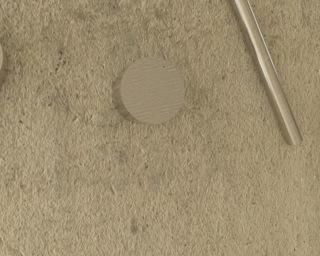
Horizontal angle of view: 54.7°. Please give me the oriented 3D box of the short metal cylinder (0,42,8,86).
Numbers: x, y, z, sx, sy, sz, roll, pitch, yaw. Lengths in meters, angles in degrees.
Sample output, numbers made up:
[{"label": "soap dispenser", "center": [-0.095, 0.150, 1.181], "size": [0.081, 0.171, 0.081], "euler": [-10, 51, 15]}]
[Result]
[{"label": "short metal cylinder", "center": [-0.204, -0.072, 0.320], "size": [0.081, 0.050, 0.080], "euler": [0, 90, -20]}]

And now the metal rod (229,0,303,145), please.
[{"label": "metal rod", "center": [0.150, -0.112, 0.464], "size": [0.025, 0.025, 0.299], "euler": [-28, 100, -18]}]

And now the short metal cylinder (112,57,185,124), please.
[{"label": "short metal cylinder", "center": [-0.016, -0.045, 0.390], "size": [0.081, 0.050, 0.080], "euler": [0, 90, -20]}]
